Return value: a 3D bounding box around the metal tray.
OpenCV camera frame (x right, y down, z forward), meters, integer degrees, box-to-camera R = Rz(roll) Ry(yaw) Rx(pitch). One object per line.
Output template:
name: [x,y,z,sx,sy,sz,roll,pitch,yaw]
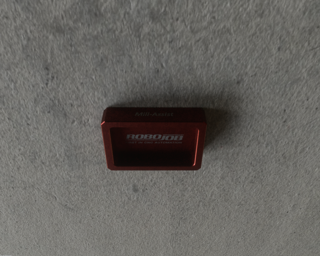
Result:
metal tray: [-0.008,0.017,0.417,0.131,0.030,0.089,0,130,-1]
